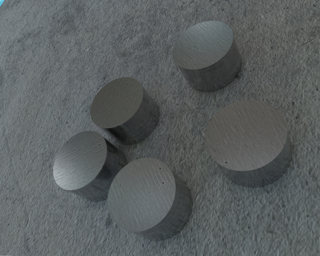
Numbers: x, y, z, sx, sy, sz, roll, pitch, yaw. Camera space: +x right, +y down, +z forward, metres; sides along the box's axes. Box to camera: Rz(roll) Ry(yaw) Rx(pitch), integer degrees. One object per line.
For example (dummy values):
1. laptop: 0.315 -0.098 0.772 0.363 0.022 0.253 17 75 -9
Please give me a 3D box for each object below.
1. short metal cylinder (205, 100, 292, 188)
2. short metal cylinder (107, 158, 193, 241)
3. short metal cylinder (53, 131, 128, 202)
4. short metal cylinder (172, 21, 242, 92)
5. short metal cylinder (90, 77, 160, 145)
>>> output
1. short metal cylinder: 0.094 0.017 0.328 0.080 0.050 0.080 -13 56 21
2. short metal cylinder: -0.010 0.080 0.345 0.080 0.050 0.080 -13 56 21
3. short metal cylinder: -0.090 0.050 0.404 0.080 0.050 0.080 -13 56 21
4. short metal cylinder: 0.063 -0.095 0.413 0.080 0.050 0.080 -13 56 21
5. short metal cylinder: -0.047 -0.023 0.427 0.080 0.050 0.080 -13 56 21
